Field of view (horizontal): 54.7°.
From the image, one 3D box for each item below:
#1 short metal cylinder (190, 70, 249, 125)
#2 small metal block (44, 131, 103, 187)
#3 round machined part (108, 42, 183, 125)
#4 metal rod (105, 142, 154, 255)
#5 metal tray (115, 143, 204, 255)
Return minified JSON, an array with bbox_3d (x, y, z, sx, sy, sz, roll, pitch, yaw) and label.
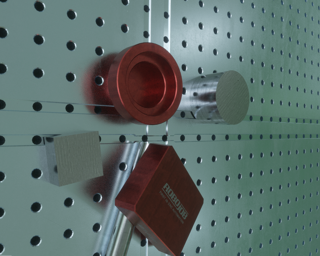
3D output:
[{"bbox_3d":[0.092,-0.045,0.472,0.081,0.050,0.079,0,90,-40],"label":"short metal cylinder"},{"bbox_3d":[-0.092,0.031,0.333,0.050,0.025,0.050,-9,96,-40],"label":"small metal block"},{"bbox_3d":[-0.022,-0.052,0.382,0.099,0.042,0.097,0,90,-40],"label":"round machined part"},{"bbox_3d":[-0.056,0.162,0.364,0.025,0.025,0.299,27,73,-37],"label":"metal rod"},{"bbox_3d":[0.006,0.092,0.390,0.090,0.030,0.130,-58,137,-30],"label":"metal tray"}]
